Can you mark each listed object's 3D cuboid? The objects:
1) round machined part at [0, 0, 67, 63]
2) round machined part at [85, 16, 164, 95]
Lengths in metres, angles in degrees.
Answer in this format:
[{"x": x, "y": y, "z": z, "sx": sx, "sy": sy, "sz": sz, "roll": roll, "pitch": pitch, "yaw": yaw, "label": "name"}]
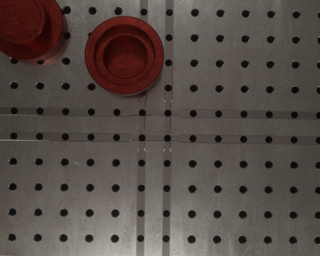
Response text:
[{"x": -0.176, "y": -0.137, "z": 0.402, "sx": 0.099, "sy": 0.042, "sz": 0.097, "roll": 0, "pitch": 90, "yaw": -1, "label": "round machined part"}, {"x": -0.044, "y": -0.091, "z": 0.404, "sx": 0.099, "sy": 0.042, "sz": 0.097, "roll": 0, "pitch": 90, "yaw": -1, "label": "round machined part"}]
